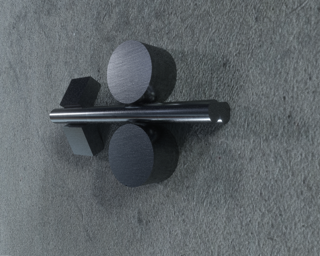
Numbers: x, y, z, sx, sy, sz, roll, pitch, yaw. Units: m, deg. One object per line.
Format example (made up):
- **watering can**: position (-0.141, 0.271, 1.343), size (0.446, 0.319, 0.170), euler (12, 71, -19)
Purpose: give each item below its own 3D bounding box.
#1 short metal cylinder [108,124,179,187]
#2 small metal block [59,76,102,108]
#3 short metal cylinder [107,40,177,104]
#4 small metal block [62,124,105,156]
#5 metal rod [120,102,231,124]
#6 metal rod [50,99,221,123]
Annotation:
- **short metal cylinder**: position (-0.022, 0.034, 0.408), size (0.080, 0.050, 0.079), euler (0, 90, 40)
- **small metal block**: position (-0.128, -0.054, 0.500), size (0.050, 0.025, 0.050), euler (0, 63, 40)
- **short metal cylinder**: position (-0.024, -0.071, 0.410), size (0.080, 0.050, 0.079), euler (0, 90, 40)
- **small metal block**: position (-0.122, 0.016, 0.494), size (0.050, 0.025, 0.050), euler (1, 117, 39)
- **metal rod**: position (-0.042, -0.018, 0.441), size (0.300, 0.025, 0.025), euler (1, 91, 40)
- **metal rod**: position (-0.058, -0.019, 0.422), size (0.300, 0.025, 0.025), euler (1, 90, 40)
